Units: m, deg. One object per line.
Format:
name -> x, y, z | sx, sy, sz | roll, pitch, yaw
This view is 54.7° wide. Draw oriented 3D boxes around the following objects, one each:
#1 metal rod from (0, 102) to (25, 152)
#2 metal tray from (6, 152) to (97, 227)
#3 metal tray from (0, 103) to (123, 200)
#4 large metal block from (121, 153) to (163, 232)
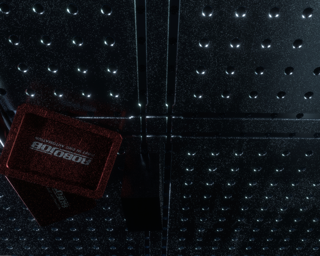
metal rod -> -0.210, -0.018, 0.393 | 0.025, 0.025, 0.298 | -6, 130, 5
metal tray -> -0.156, 0.085, 0.460 | 0.091, 0.030, 0.129 | -19, 131, -11
metal tray -> -0.125, 0.030, 0.397 | 0.131, 0.030, 0.090 | 19, 89, -14
large metal block -> -0.024, 0.094, 0.456 | 0.050, 0.080, 0.079 | -3, 130, 2
